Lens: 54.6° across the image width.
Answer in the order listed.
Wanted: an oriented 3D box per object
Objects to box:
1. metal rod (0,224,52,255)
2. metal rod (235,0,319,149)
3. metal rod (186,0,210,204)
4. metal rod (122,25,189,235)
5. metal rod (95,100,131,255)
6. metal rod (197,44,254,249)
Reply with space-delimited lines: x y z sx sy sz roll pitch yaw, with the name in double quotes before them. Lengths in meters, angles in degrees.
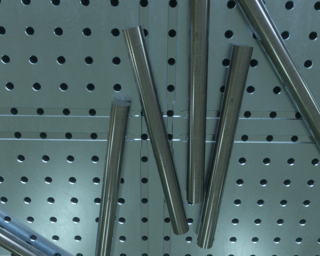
"metal rod" -0.224 0.178 0.476 0.301 0.025 0.025 39 105 -13
"metal rod" 0.181 -0.043 0.398 0.025 0.025 0.300 -33 107 11
"metal rod" 0.048 -0.037 0.399 0.025 0.025 0.298 -1 110 0
"metal rod" -0.001 0.017 0.419 0.025 0.025 0.298 -12 110 4
"metal rod" -0.074 0.106 0.451 0.025 0.025 0.298 8 110 -3
"metal rod" 0.085 0.039 0.428 0.025 0.025 0.298 6 110 -2
